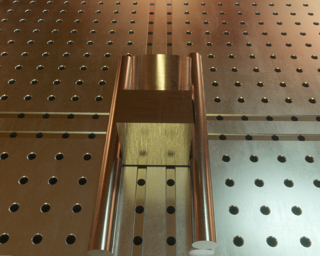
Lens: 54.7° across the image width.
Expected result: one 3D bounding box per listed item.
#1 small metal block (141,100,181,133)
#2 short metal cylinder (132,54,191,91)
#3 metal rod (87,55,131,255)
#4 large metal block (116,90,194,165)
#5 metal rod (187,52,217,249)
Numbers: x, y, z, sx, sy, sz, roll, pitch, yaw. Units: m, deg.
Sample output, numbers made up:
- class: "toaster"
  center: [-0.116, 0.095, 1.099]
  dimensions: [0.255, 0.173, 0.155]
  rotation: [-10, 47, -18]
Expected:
- class: "small metal block"
  center: [0.001, -0.017, 0.405]
  dimensions: [0.050, 0.050, 0.025]
  rotation: [1, 50, 0]
- class: "short metal cylinder"
  center: [0.002, -0.070, 0.422]
  dimensions: [0.081, 0.050, 0.080]
  rotation: [1, 6, 0]
- class: "metal rod"
  center: [-0.057, 0.008, 0.400]
  dimensions: [0.025, 0.025, 0.300]
  rotation: [1, 50, 0]
- class: "large metal block"
  center: [-0.005, 0.001, 0.368]
  dimensions: [0.081, 0.080, 0.050]
  rotation: [1, 50, 0]
- class: "metal rod"
  center: [0.050, 0.002, 0.406]
  dimensions: [0.025, 0.025, 0.300]
  rotation: [2, 50, 1]
